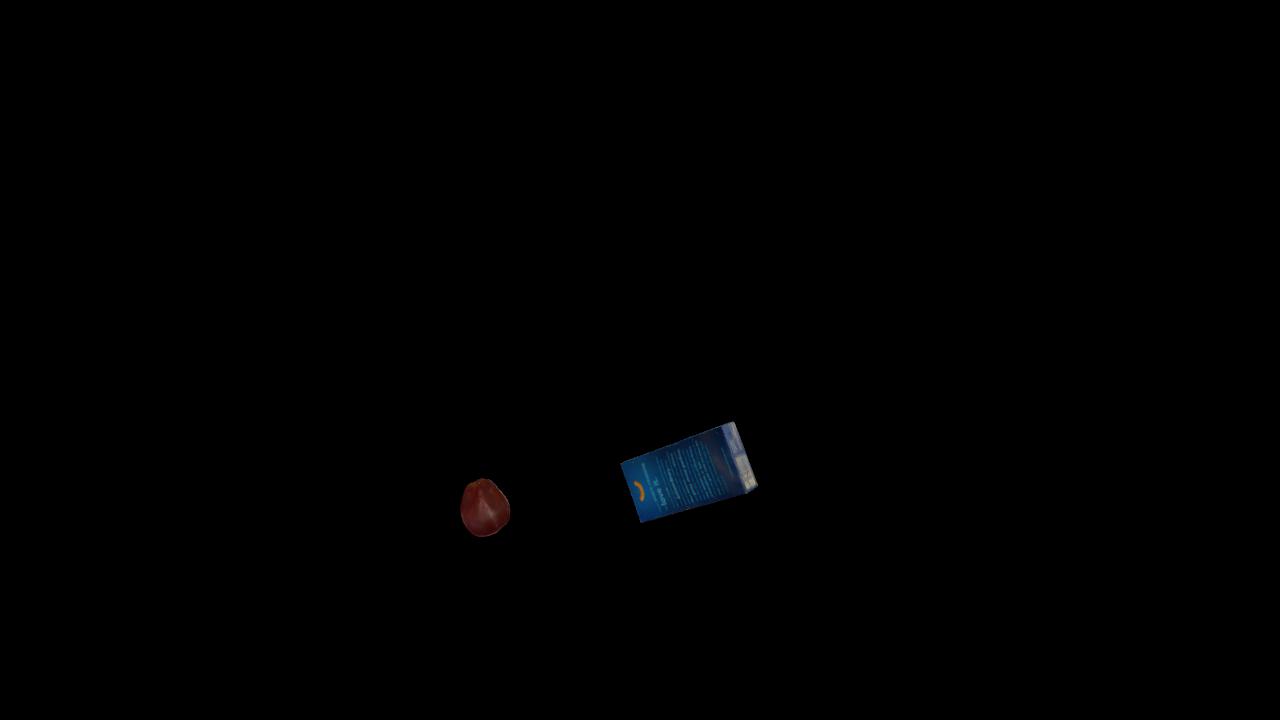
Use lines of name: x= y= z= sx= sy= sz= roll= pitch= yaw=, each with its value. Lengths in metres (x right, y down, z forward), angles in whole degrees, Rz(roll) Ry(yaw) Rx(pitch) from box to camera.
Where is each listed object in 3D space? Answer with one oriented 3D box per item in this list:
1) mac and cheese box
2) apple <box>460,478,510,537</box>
mac and cheese box: x=0.063 y=0.156 z=0.843 sx=0.184 sy=0.093 sz=0.041 roll=-26 pitch=-9 yaw=36
apple: x=-0.255 y=0.244 z=1.008 sx=0.079 sy=0.093 sz=0.079 roll=-17 pitch=9 yaw=3
